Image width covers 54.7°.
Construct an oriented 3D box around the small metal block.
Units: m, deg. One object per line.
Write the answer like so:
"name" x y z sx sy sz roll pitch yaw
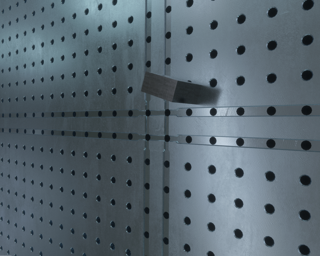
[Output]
"small metal block" 0.014 -0.049 0.380 0.050 0.050 0.025 23 105 37
